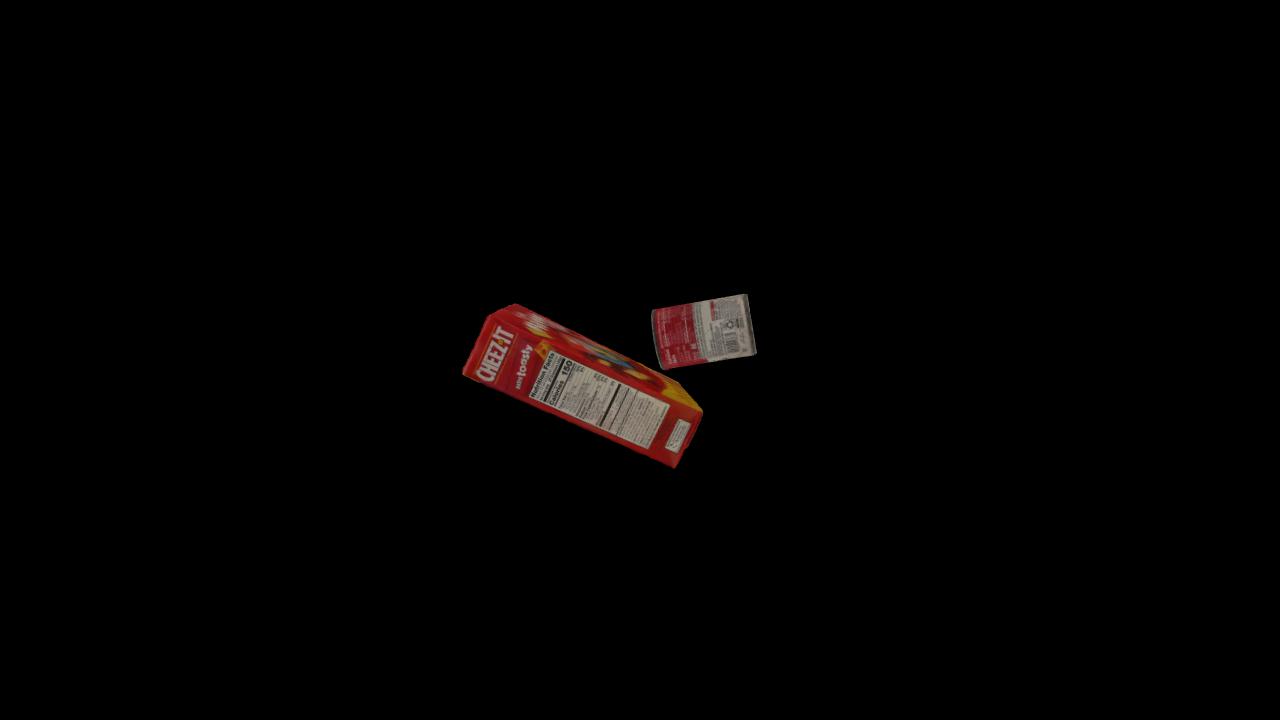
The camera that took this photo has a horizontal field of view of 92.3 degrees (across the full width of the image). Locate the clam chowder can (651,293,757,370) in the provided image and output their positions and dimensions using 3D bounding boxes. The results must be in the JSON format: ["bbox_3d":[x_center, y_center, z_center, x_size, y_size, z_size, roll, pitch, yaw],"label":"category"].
[{"bbox_3d":[0.069,-0.030,0.657,0.102,0.068,0.068,-9,-2,11],"label":"clam chowder can"}]

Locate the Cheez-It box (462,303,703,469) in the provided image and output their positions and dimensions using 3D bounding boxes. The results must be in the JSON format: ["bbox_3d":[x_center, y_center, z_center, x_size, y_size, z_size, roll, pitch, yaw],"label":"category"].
[{"bbox_3d":[-0.057,0.019,0.645,0.223,0.071,0.166,26,5,-8],"label":"Cheez-It box"}]
